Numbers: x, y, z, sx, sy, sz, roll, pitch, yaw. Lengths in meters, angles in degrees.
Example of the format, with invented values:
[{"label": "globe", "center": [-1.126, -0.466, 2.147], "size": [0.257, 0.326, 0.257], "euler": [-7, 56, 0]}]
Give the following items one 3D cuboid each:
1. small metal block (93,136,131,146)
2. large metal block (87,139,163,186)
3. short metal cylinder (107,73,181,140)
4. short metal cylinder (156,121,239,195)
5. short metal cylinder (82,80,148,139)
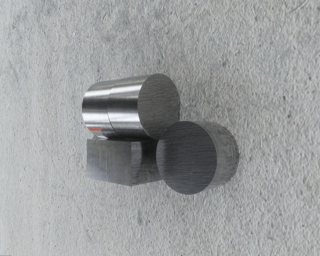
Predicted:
[{"label": "small metal block", "center": [-0.077, 0.025, 0.471], "size": [0.050, 0.025, 0.050], "euler": [45, 117, 30]}, {"label": "large metal block", "center": [-0.037, 0.040, 0.402], "size": [0.080, 0.081, 0.050], "euler": [1, 91, 40]}, {"label": "short metal cylinder", "center": [-0.018, -0.026, 0.386], "size": [0.050, 0.081, 0.079], "euler": [1, 91, 40]}, {"label": "short metal cylinder", "center": [0.043, 0.032, 0.355], "size": [0.080, 0.050, 0.079], "euler": [0, 90, 40]}, {"label": "short metal cylinder", "center": [-0.057, -0.025, 0.418], "size": [0.050, 0.081, 0.079], "euler": [1, 91, 40]}]
